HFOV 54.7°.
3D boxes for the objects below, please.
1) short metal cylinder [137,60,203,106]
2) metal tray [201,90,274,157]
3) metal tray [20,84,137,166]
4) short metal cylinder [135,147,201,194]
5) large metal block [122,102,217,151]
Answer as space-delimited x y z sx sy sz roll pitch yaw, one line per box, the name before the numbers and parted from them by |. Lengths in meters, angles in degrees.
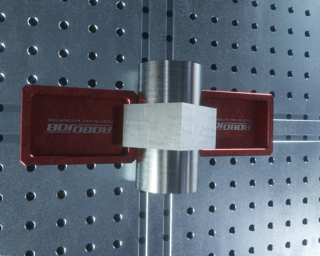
short metal cylinder | 0.012 -0.051 0.387 0.081 0.080 0.050 1 90 -20
metal tray | 0.101 -0.006 0.447 0.131 0.030 0.089 1 90 -20
metal tray | -0.095 -0.002 0.374 0.131 0.030 0.089 1 90 -20
short metal cylinder | 0.010 0.049 0.387 0.081 0.080 0.050 2 90 -20
large metal block | 0.013 -0.001 0.373 0.080 0.080 0.050 3 88 -54
